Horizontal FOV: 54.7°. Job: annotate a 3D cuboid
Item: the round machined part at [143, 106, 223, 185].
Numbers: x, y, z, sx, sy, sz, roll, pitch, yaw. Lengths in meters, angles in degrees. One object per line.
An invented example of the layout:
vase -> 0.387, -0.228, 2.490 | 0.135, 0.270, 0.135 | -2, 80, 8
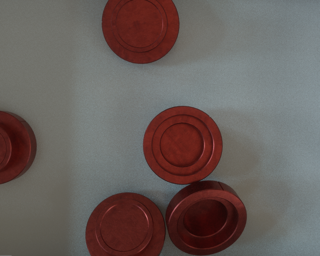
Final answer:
round machined part -> 0.028, 0.022, 0.402 | 0.099, 0.042, 0.097 | 0, 88, 0

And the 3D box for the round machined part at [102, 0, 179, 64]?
round machined part -> -0.025, -0.130, 0.391 | 0.099, 0.042, 0.097 | 0, 105, 0

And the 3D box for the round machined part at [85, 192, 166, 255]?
round machined part -> -0.042, 0.126, 0.381 | 0.099, 0.042, 0.098 | 1, 59, -1

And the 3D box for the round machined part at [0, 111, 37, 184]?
round machined part -> -0.217, 0.025, 0.400 | 0.099, 0.042, 0.097 | 0, 90, -1

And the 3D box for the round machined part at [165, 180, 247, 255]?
round machined part -> 0.055, 0.108, 0.393 | 0.099, 0.042, 0.097 | -3, 111, -8
